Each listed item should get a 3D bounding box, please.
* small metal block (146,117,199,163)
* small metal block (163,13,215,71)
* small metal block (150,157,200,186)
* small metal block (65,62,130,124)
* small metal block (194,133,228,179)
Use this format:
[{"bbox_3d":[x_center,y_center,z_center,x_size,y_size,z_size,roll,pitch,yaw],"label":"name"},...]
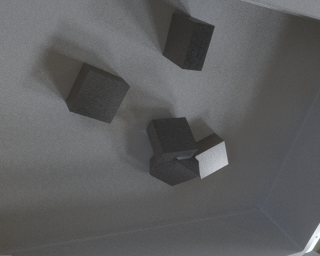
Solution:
[{"bbox_3d":[0.015,0.015,0.406,0.050,0.050,0.025,-5,149,-26],"label":"small metal block"},{"bbox_3d":[0.031,-0.097,0.349,0.025,0.050,0.050,0,118,-29],"label":"small metal block"},{"bbox_3d":[0.021,0.056,0.440,0.050,0.025,0.050,-26,137,31],"label":"small metal block"},{"bbox_3d":[-0.070,-0.038,0.347,0.050,0.025,0.050,19,108,-36],"label":"small metal block"},{"bbox_3d":[0.074,0.043,0.475,0.050,0.025,0.050,-27,128,-12],"label":"small metal block"}]
